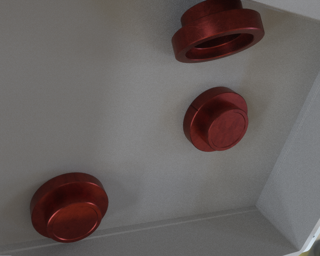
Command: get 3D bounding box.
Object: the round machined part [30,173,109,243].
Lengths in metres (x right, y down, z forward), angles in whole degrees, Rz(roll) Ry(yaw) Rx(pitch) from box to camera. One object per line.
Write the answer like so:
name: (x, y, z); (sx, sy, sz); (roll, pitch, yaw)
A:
round machined part: (-0.115, 0.110, 0.404); (0.099, 0.042, 0.097); (-14, 125, -21)

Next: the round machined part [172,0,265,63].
round machined part: (0.061, -0.109, 0.342); (0.099, 0.098, 0.042); (-11, 86, -23)

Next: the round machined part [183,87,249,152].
round machined part: (0.086, -0.006, 0.443); (0.099, 0.042, 0.097); (-14, 125, -21)
